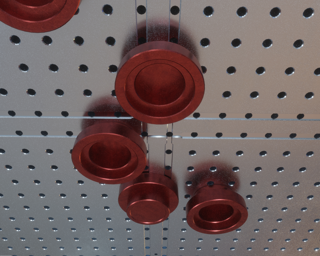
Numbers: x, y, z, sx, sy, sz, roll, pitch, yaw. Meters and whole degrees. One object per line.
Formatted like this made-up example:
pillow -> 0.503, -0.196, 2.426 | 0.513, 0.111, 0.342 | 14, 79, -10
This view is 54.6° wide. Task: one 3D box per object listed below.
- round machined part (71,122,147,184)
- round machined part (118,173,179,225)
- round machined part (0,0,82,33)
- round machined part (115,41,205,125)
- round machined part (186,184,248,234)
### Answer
round machined part -> -0.067, 0.030, 0.425 | 0.099, 0.042, 0.097 | 0, 130, 0
round machined part -> -0.019, 0.120, 0.502 | 0.099, 0.042, 0.097 | 0, 130, 0
round machined part -> -0.117, -0.141, 0.280 | 0.099, 0.042, 0.097 | 0, 130, 0
round machined part -> 0.000, -0.054, 0.354 | 0.099, 0.042, 0.097 | 0, 130, 0
round machined part -> 0.092, 0.131, 0.512 | 0.099, 0.042, 0.097 | 0, 130, 0
